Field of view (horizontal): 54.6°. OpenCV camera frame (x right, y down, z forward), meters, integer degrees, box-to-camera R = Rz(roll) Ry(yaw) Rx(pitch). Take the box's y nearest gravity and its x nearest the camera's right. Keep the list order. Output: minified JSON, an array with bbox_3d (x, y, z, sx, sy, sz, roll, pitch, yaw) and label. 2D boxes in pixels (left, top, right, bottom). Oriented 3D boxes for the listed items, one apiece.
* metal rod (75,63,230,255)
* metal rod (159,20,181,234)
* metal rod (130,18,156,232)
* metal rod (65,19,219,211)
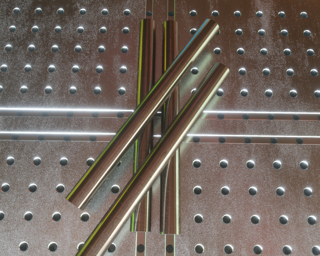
[{"bbox_3d":[-0.003,0.037,0.371,0.025,0.025,0.300,33,73,11],"label":"metal rod"},{"bbox_3d":[0.014,-0.015,0.418,0.025,0.025,0.299,1,70,0],"label":"metal rod"},{"bbox_3d":[-0.021,-0.017,0.419,0.025,0.025,0.299,1,70,0],"label":"metal rod"},{"bbox_3d":[-0.012,-0.029,0.396,0.025,0.025,0.300,33,73,11],"label":"metal rod"}]
